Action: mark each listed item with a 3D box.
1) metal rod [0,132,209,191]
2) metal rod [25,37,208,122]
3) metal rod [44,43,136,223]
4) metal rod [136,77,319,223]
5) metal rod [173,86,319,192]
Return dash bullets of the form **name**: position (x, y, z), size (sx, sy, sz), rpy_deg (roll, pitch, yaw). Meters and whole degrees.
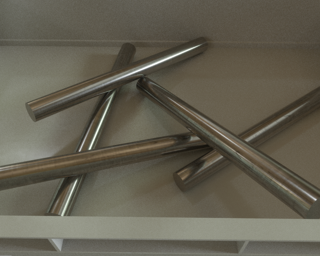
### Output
- **metal rod**: position (-0.061, 0.034, 0.349), size (0.302, 0.025, 0.025), rpy_deg (-10, 50, -19)
- **metal rod**: position (-0.040, -0.080, 0.445), size (0.302, 0.025, 0.025), rpy_deg (-29, 55, -32)
- **metal rod**: position (-0.080, -0.018, 0.419), size (0.025, 0.025, 0.300), rpy_deg (9, 50, 7)
- **metal rod**: position (0.046, -0.003, 0.343), size (0.025, 0.025, 0.300), rpy_deg (-24, 34, -19)
- **metal rod**: position (0.147, -0.003, 0.408), size (0.302, 0.025, 0.025), rpy_deg (-27, 55, -21)
